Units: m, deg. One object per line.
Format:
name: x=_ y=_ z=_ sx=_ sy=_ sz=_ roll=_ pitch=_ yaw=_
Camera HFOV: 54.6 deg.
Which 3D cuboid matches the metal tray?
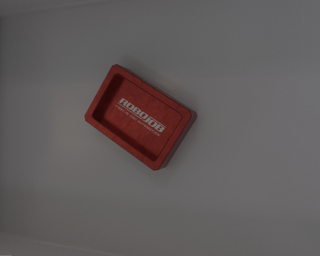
metal tray: x=-0.028 y=-0.015 z=0.418 sx=0.130 sy=0.030 sz=0.090 roll=34 pitch=101 yaw=16
